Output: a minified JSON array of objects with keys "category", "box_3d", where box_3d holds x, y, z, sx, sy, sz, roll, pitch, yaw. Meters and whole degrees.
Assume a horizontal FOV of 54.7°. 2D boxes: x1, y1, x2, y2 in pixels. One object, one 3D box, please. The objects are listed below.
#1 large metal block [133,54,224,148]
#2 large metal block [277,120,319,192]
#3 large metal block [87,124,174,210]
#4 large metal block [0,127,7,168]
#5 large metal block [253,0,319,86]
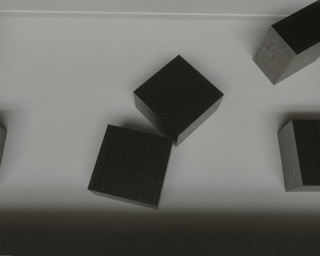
[{"category":"large metal block","box_3d":[0.023,-0.035,0.410,0.080,0.050,0.080,-42,76,-14]},{"category":"large metal block","box_3d":[0.201,0.036,0.386,0.081,0.050,0.080,0,70,-1]},{"category":"large metal block","box_3d":[-0.032,0.049,0.378,0.080,0.050,0.080,13,70,4]},{"category":"large metal block","box_3d":[-0.247,0.034,0.381,0.081,0.050,0.080,1,70,0]},{"category":"large metal block","box_3d":[0.186,-0.114,0.425,0.080,0.080,0.050,-30,73,-11]}]
